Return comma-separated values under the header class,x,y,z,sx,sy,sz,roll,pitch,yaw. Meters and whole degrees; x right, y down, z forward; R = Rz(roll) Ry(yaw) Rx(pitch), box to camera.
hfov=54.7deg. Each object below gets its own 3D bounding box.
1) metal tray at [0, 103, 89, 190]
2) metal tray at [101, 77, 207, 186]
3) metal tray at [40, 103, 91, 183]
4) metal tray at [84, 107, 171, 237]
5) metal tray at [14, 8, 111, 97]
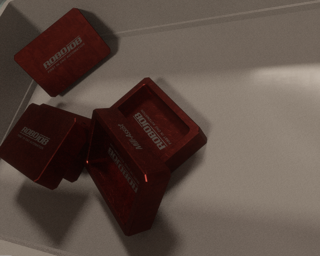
class,x,y,z,sx,sy,sz,roll,pitch,yaw
metal tray,-0.162,0.020,0.422,0.130,0.030,0.090,16,71,42
metal tray,-0.013,0.000,0.407,0.090,0.030,0.130,-41,51,0
metal tray,-0.157,0.018,0.471,0.130,0.030,0.090,17,70,34
metal tray,-0.045,0.046,0.361,0.130,0.030,0.089,47,130,40
metal tray,-0.161,-0.126,0.520,0.130,0.090,0.030,-38,26,2
